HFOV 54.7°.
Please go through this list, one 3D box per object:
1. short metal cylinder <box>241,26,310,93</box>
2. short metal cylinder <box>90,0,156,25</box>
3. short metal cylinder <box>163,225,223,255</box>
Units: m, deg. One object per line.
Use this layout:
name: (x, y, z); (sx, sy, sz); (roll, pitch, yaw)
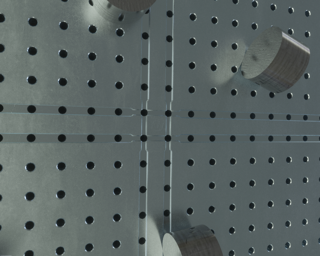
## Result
short metal cylinder: (0.163, -0.096, 0.443); (0.050, 0.080, 0.080); (24, 82, -19)
short metal cylinder: (-0.044, -0.175, 0.382); (0.081, 0.050, 0.079); (0, 90, -20)
short metal cylinder: (0.041, 0.171, 0.399); (0.050, 0.080, 0.079); (-7, 93, -20)
